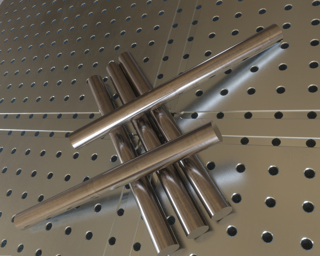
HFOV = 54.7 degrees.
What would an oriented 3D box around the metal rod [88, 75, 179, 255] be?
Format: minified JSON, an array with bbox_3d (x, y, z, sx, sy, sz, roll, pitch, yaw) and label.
[{"bbox_3d":[-0.049,0.026,0.416,0.025,0.025,0.300,-34,52,6],"label":"metal rod"}]

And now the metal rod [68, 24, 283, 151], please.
[{"bbox_3d":[0.021,-0.053,0.402,0.301,0.025,0.025,-28,52,-1],"label":"metal rod"}]

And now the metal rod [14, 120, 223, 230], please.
[{"bbox_3d":[-0.066,0.066,0.374,0.300,0.025,0.025,-27,52,21],"label":"metal rod"}]

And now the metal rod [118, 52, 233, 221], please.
[{"bbox_3d":[0.004,-0.012,0.412,0.025,0.025,0.300,-35,52,5],"label":"metal rod"}]

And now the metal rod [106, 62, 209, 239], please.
[{"bbox_3d":[-0.018,0.005,0.413,0.025,0.025,0.300,-34,52,6],"label":"metal rod"}]
